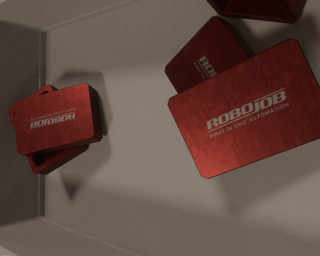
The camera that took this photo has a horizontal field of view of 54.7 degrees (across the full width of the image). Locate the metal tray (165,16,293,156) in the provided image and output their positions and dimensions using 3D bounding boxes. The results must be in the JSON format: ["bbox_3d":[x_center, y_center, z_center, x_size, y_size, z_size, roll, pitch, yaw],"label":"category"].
[{"bbox_3d":[0.070,-0.046,0.345,0.090,0.030,0.130,-43,64,31],"label":"metal tray"}]

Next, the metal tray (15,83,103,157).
[{"bbox_3d":[-0.162,-0.012,0.491,0.131,0.030,0.090,-13,75,10],"label":"metal tray"}]

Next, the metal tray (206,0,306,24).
[{"bbox_3d":[0.070,-0.141,0.277,0.090,0.131,0.030,23,93,37],"label":"metal tray"}]

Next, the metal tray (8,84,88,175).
[{"bbox_3d":[-0.192,0.002,0.526,0.090,0.030,0.130,-32,72,4],"label":"metal tray"}]

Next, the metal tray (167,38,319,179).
[{"bbox_3d":[0.084,-0.015,0.299,0.130,0.030,0.090,-25,90,23],"label":"metal tray"}]
